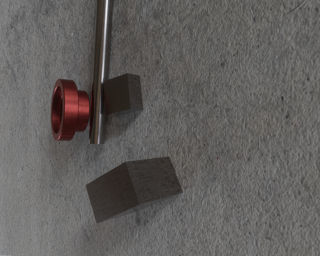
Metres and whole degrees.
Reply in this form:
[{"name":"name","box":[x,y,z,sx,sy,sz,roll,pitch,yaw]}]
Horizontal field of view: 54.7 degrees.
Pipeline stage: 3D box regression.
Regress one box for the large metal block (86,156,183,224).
[{"name":"large metal block","box":[-0.032,0.077,0.394,0.080,0.081,0.050,-32,70,35]}]

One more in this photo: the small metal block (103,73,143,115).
[{"name":"small metal block","box":[-0.053,-0.047,0.447,0.050,0.025,0.050,-10,84,39]}]

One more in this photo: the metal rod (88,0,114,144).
[{"name":"metal rod","box":[-0.088,-0.125,0.475,0.025,0.025,0.298,7,94,39]}]

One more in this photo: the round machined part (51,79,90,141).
[{"name":"round machined part","box":[-0.143,-0.028,0.496,0.098,0.042,0.097,-6,83,59]}]
